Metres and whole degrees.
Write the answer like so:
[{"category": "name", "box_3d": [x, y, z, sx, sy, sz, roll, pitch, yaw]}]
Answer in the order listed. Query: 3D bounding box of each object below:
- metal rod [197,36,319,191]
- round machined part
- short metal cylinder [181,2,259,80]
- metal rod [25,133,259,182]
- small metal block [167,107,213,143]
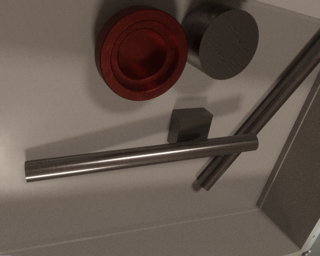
[{"category": "metal rod", "box_3d": [0.163, -0.021, 0.487, 0.025, 0.025, 0.299, 33, 100, -39]}, {"category": "round machined part", "box_3d": [-0.023, -0.082, 0.336, 0.099, 0.042, 0.097, -14, 125, -21]}, {"category": "short metal cylinder", "box_3d": [0.068, -0.104, 0.367, 0.081, 0.050, 0.079, -14, 125, -21]}, {"category": "metal rod", "box_3d": [-0.010, 0.035, 0.400, 0.303, 0.025, 0.025, -6, 122, -17]}, {"category": "small metal block", "box_3d": [0.042, 0.000, 0.433, 0.050, 0.025, 0.050, -5, 121, -26]}]
